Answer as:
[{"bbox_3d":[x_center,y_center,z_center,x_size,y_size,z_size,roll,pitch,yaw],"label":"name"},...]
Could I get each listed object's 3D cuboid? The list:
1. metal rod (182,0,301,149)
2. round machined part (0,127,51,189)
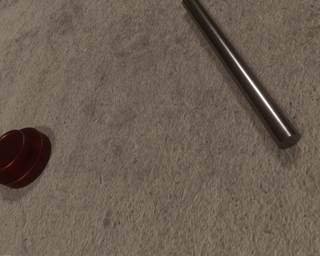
[{"bbox_3d":[0.092,-0.096,0.413,0.025,0.025,0.299,-29,52,10],"label":"metal rod"},{"bbox_3d":[-0.224,0.041,0.482,0.098,0.042,0.098,-13,56,20],"label":"round machined part"}]
